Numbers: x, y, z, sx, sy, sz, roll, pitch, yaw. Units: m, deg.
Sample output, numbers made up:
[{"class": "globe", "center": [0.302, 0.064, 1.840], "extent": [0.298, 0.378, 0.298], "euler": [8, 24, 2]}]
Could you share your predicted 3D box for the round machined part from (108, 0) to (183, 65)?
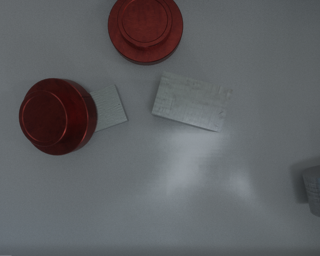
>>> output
[{"class": "round machined part", "center": [-0.019, -0.134, 0.403], "extent": [0.099, 0.042, 0.097], "euler": [0, 90, -1]}]

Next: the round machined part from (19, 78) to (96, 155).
[{"class": "round machined part", "center": [-0.134, -0.013, 0.387], "extent": [0.098, 0.042, 0.097], "euler": [2, 97, 17]}]

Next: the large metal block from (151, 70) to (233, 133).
[{"class": "large metal block", "center": [0.036, -0.030, 0.384], "extent": [0.080, 0.080, 0.050], "euler": [15, 90, -1]}]

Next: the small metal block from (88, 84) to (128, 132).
[{"class": "small metal block", "center": [-0.074, -0.025, 0.410], "extent": [0.050, 0.025, 0.050], "euler": [-20, 90, -1]}]

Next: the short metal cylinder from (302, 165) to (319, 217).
[{"class": "short metal cylinder", "center": [0.226, 0.076, 0.387], "extent": [0.080, 0.080, 0.050], "euler": [-12, 90, 0]}]
